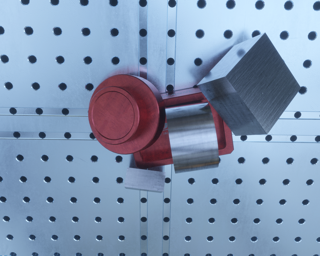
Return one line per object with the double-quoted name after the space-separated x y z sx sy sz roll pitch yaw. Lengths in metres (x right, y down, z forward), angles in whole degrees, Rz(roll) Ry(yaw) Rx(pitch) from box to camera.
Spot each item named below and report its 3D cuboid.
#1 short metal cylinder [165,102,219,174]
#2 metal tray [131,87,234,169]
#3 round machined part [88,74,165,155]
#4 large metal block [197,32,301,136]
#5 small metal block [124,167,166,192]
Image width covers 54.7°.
0.037 0.011 0.371 0.050 0.080 0.079 -9 110 2 "short metal cylinder"
0.025 -0.001 0.408 0.131 0.030 0.089 -11 110 3 "metal tray"
-0.047 -0.016 0.374 0.098 0.042 0.097 2 96 22 "round machined part"
0.104 -0.048 0.358 0.080 0.050 0.080 -47 108 -23 "large metal block"
-0.020 0.072 0.420 0.050 0.050 0.025 8 76 -2 "small metal block"
